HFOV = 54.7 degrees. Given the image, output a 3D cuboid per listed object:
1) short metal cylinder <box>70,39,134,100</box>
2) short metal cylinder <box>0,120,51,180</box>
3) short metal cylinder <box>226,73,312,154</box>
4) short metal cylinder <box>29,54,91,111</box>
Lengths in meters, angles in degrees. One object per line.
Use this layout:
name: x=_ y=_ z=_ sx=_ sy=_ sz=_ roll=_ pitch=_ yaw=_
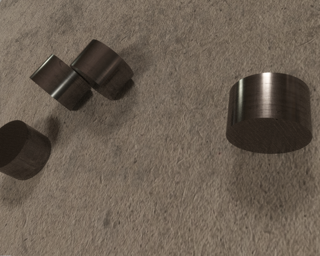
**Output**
short metal cylinder: x=-0.087 y=-0.086 z=0.465 sx=0.080 sy=0.080 sz=0.050 roll=31 pitch=79 yaw=37
short metal cylinder: x=-0.218 y=0.035 z=0.478 sx=0.080 sy=0.050 sz=0.080 roll=-13 pitch=56 yaw=20
short metal cylinder: x=0.111 y=-0.012 z=0.318 sx=0.080 sy=0.080 sz=0.050 roll=-3 pitch=61 yaw=26
short metal cylinder: x=-0.157 y=-0.071 z=0.492 sx=0.080 sy=0.080 sz=0.050 roll=34 pitch=81 yaw=38
